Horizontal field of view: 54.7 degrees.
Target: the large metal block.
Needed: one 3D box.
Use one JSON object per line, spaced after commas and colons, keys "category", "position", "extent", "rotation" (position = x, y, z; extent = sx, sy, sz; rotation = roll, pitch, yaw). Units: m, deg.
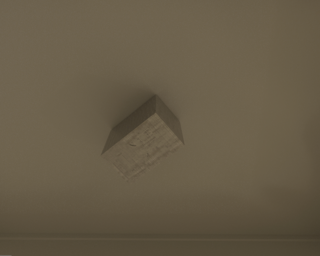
{"category": "large metal block", "position": [-0.020, 0.011, 0.383], "extent": [0.080, 0.080, 0.050], "rotation": [-38, 106, 12]}
